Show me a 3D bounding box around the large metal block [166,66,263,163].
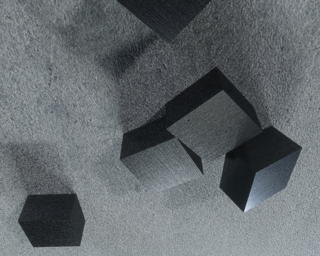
[{"bbox_3d":[0.064,-0.013,0.380,0.080,0.050,0.080,-35,122,26],"label":"large metal block"}]

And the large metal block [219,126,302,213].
[{"bbox_3d":[0.132,0.055,0.416,0.081,0.050,0.079,-22,135,-24],"label":"large metal block"}]

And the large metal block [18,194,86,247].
[{"bbox_3d":[-0.178,0.157,0.522,0.080,0.050,0.079,-2,130,1],"label":"large metal block"}]

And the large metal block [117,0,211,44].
[{"bbox_3d":[0.005,-0.138,0.273,0.080,0.050,0.080,34,122,-26],"label":"large metal block"}]

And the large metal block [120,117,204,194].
[{"bbox_3d":[0.004,0.036,0.421,0.080,0.050,0.080,-23,127,18],"label":"large metal block"}]
